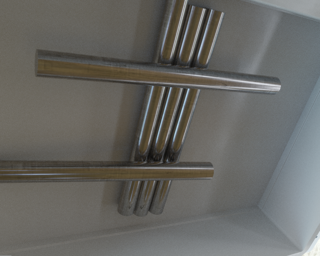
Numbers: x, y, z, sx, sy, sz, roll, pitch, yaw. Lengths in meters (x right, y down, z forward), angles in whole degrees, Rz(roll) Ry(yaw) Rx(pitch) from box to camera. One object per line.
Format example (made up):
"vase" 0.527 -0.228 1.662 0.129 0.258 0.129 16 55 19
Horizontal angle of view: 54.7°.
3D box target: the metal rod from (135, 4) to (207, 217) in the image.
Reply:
"metal rod" 0.005 -0.005 0.407 0.025 0.025 0.298 1 118 -29

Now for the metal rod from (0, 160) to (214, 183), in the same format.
"metal rod" -0.071 0.053 0.377 0.302 0.025 0.025 3 117 -22

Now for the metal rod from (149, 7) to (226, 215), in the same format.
"metal rod" 0.028 -0.005 0.418 0.025 0.025 0.298 1 118 -29

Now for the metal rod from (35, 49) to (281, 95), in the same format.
"metal rod" 0.022 -0.058 0.350 0.303 0.025 0.025 0 118 -28

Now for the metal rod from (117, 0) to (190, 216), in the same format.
"metal rod" -0.015 -0.010 0.393 0.025 0.025 0.298 0 118 -29
